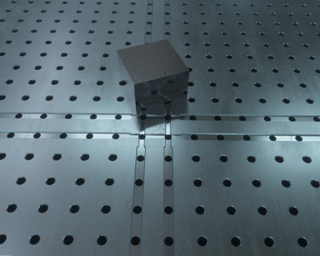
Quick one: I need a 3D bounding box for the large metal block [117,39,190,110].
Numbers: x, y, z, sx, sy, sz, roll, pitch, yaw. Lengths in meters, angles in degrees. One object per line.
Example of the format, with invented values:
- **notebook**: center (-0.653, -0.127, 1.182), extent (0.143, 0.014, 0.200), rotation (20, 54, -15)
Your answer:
- **large metal block**: center (-0.011, -0.081, 0.459), extent (0.081, 0.050, 0.080), rotation (-17, 52, -14)
